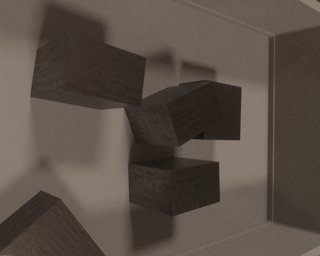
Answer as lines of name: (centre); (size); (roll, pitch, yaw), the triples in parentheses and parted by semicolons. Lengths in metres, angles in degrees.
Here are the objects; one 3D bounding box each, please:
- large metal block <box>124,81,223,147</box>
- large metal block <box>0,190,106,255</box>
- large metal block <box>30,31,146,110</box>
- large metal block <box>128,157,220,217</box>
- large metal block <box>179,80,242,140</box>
large metal block: (0.016, -0.019, 0.387); (0.081, 0.080, 0.050); (-29, 109, -36)
large metal block: (-0.114, 0.120, 0.296); (0.080, 0.050, 0.080); (-43, 117, -32)
large metal block: (-0.073, -0.051, 0.311); (0.081, 0.080, 0.050); (9, 84, -40)
large metal block: (0.017, 0.068, 0.387); (0.081, 0.080, 0.050); (-3, 92, -40)
large metal block: (0.074, -0.023, 0.455); (0.081, 0.050, 0.079); (3, 88, -40)
